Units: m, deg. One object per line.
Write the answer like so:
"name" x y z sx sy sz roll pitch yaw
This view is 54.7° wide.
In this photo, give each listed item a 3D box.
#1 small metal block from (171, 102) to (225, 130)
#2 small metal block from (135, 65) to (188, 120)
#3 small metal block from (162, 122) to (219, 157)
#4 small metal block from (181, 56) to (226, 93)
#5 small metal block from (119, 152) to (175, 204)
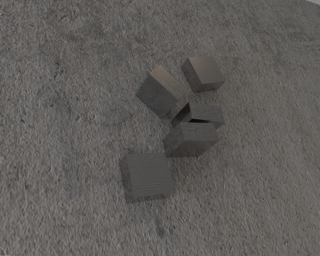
"small metal block" 0.051 -0.009 0.420 0.050 0.050 0.025 6 59 -25
"small metal block" 0.001 -0.047 0.417 0.050 0.050 0.025 43 51 1
"small metal block" 0.038 0.016 0.398 0.050 0.050 0.025 1 61 -28
"small metal block" 0.069 -0.086 0.493 0.050 0.025 0.050 -12 68 -33
"small metal block" -0.016 0.057 0.360 0.050 0.025 0.050 0 62 -28
